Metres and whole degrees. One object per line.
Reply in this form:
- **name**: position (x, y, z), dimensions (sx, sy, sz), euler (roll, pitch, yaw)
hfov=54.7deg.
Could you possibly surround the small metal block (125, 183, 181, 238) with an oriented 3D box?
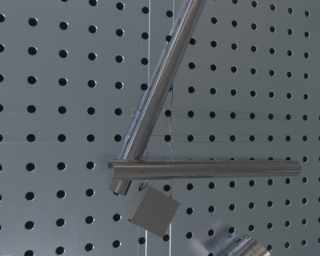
- **small metal block**: position (-0.009, 0.108, 0.410), dimensions (0.050, 0.025, 0.050), euler (32, 80, -17)

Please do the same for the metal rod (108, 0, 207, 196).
- **metal rod**: position (0.002, -0.056, 0.413), dimensions (0.025, 0.025, 0.299), euler (25, 82, -19)

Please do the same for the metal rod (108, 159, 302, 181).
- **metal rod**: position (0.079, 0.056, 0.426), dimensions (0.302, 0.025, 0.025), euler (3, 89, -26)

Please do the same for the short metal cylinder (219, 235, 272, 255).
- **short metal cylinder**: position (0.125, 0.198, 0.430), dimensions (0.050, 0.080, 0.080), euler (-34, 101, -17)
